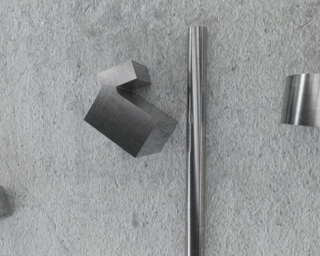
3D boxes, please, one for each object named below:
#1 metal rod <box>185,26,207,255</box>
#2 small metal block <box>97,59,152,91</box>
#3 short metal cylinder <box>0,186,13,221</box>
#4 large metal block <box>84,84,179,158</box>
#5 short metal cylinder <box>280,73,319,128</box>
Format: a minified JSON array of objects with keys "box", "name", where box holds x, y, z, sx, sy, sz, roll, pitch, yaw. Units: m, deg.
[{"box":[0.046,0.024,0.392,0.025,0.025,0.298,1,90,20],"name":"metal rod"},{"box":[-0.046,-0.065,0.412,0.050,0.050,0.025,-19,84,19],"name":"small metal block"},{"box":[-0.277,0.128,0.478,0.080,0.080,0.050,-25,82,18],"name":"short metal cylinder"},{"box":[-0.033,-0.009,0.391,0.080,0.080,0.050,35,101,16],"name":"large metal block"},{"box":[0.170,-0.025,0.320,0.080,0.080,0.050,7,93,20],"name":"short metal cylinder"}]
